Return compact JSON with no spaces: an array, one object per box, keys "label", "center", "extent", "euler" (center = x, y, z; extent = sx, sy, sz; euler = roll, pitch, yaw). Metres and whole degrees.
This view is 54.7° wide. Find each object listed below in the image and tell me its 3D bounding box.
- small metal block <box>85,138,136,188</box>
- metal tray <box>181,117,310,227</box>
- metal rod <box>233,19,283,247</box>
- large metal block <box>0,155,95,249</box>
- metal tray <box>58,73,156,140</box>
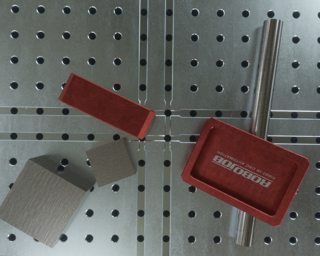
[{"label":"small metal block","center":[-0.064,0.045,0.413],"extent":[0.050,0.025,0.050],"euler":[-20,90,-1]},{"label":"metal tray","center":[0.104,0.052,0.391],"extent":[0.130,0.030,0.090],"euler":[25,95,15]},{"label":"metal rod","center":[0.131,0.006,0.415],"extent":[0.025,0.025,0.298],"euler":[8,90,-1]},{"label":"large metal block","center":[-0.144,0.092,0.399],"extent":[0.080,0.050,0.080],"euler":[30,90,-1]},{"label":"metal tray","center":[-0.052,-0.022,0.360],"extent":[0.090,0.130,0.030],"euler":[25,90,-1]}]
